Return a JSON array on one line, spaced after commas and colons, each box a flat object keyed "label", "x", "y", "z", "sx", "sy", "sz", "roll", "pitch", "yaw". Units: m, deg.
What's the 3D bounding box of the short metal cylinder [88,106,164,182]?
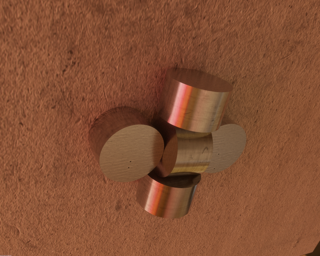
[{"label": "short metal cylinder", "x": -0.042, "y": 0.019, "z": 0.381, "sx": 0.081, "sy": 0.050, "sz": 0.079, "roll": -14, "pitch": 124, "yaw": -22}]

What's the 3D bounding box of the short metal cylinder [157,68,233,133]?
[{"label": "short metal cylinder", "x": 0.041, "y": -0.036, "z": 0.373, "sx": 0.081, "sy": 0.080, "sz": 0.050, "roll": 0, "pitch": 119, "yaw": -28}]

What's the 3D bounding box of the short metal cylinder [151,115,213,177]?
[{"label": "short metal cylinder", "x": 0.023, "y": 0.022, "z": 0.399, "sx": 0.050, "sy": 0.080, "sz": 0.079, "roll": 0, "pitch": 118, "yaw": -29}]

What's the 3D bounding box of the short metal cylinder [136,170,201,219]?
[{"label": "short metal cylinder", "x": 0.011, "y": 0.078, "z": 0.428, "sx": 0.081, "sy": 0.080, "sz": 0.050, "roll": 0, "pitch": 118, "yaw": -28}]

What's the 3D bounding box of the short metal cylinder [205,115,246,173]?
[{"label": "short metal cylinder", "x": 0.075, "y": 0.017, "z": 0.443, "sx": 0.081, "sy": 0.050, "sz": 0.079, "roll": -14, "pitch": 125, "yaw": -21}]
